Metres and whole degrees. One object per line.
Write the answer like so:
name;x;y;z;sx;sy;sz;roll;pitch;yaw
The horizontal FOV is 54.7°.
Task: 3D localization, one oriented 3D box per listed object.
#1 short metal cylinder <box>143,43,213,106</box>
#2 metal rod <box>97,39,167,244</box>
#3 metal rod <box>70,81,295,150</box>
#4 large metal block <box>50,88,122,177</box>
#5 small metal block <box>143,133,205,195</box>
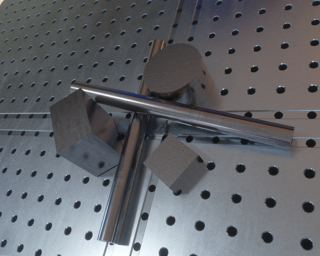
short metal cylinder;0.025;-0.067;0.419;0.080;0.050;0.080;-13;56;20
metal rod;-0.031;0.000;0.423;0.025;0.025;0.300;-1;61;27
metal rod;0.008;-0.023;0.392;0.301;0.025;0.025;14;69;25
large metal block;-0.096;0.007;0.416;0.050;0.080;0.080;-31;52;8
small metal block;0.017;0.042;0.373;0.050;0.025;0.050;-48;52;-6
